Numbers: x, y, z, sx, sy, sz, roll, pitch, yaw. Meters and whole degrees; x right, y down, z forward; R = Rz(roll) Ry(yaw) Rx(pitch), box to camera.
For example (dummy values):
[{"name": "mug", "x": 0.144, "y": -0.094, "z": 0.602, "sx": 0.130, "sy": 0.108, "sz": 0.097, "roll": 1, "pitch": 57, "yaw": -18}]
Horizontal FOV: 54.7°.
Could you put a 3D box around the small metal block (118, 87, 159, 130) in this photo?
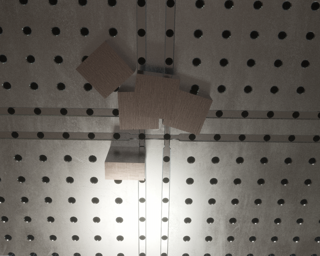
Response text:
[{"name": "small metal block", "x": -0.027, "y": -0.026, "z": 0.404, "sx": 0.050, "sy": 0.025, "sz": 0.050, "roll": -1, "pitch": 110, "yaw": 0}]

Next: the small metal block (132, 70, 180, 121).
[{"name": "small metal block", "x": -0.005, "y": -0.040, "z": 0.372, "sx": 0.050, "sy": 0.025, "sz": 0.050, "roll": 8, "pitch": 110, "yaw": -3}]

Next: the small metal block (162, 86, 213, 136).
[{"name": "small metal block", "x": 0.035, "y": -0.024, "z": 0.405, "sx": 0.050, "sy": 0.025, "sz": 0.050, "roll": 17, "pitch": 109, "yaw": -7}]

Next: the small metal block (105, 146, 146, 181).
[{"name": "small metal block", "x": -0.045, "y": 0.047, "z": 0.417, "sx": 0.050, "sy": 0.050, "sz": 0.025, "roll": 2, "pitch": 110, "yaw": -1}]

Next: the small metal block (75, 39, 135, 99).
[{"name": "small metal block", "x": -0.066, "y": -0.073, "z": 0.385, "sx": 0.050, "sy": 0.025, "sz": 0.050, "roll": -40, "pitch": 106, "yaw": 13}]
